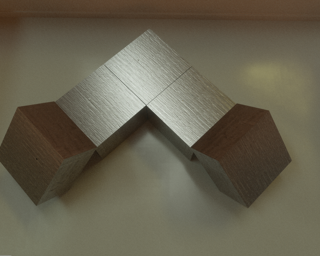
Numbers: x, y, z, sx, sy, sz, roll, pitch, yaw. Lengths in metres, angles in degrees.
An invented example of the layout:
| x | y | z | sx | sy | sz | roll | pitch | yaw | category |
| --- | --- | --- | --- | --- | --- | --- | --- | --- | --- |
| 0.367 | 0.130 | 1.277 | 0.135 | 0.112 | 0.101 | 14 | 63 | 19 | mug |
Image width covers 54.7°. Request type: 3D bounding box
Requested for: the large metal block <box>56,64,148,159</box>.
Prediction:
| x | y | z | sx | sy | sz | roll | pitch | yaw | category |
| --- | --- | --- | --- | --- | --- | --- | --- | --- | --- |
| -0.074 | -0.020 | 0.401 | 0.080 | 0.050 | 0.080 | -42 | 76 | -14 | large metal block |

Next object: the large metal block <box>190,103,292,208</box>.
| x | y | z | sx | sy | sz | roll | pitch | yaw | category |
| --- | --- | --- | --- | --- | --- | --- | --- | --- | --- |
| 0.096 | 0.030 | 0.361 | 0.080 | 0.050 | 0.080 | -42 | 119 | -14 | large metal block |

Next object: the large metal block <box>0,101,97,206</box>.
| x | y | z | sx | sy | sz | roll | pitch | yaw | category |
| --- | --- | --- | --- | --- | --- | --- | --- | --- | --- |
| -0.133 | 0.028 | 0.360 | 0.080 | 0.050 | 0.080 | 44 | 118 | 14 | large metal block |

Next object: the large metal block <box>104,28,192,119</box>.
| x | y | z | sx | sy | sz | roll | pitch | yaw | category |
| --- | --- | --- | --- | --- | --- | --- | --- | --- | --- |
| -0.015 | -0.073 | 0.421 | 0.080 | 0.050 | 0.080 | -42 | 76 | -14 | large metal block |

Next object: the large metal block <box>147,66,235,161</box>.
| x | y | z | sx | sy | sz | roll | pitch | yaw | category |
| --- | --- | --- | --- | --- | --- | --- | --- | --- | --- |
| 0.041 | -0.018 | 0.401 | 0.080 | 0.050 | 0.080 | -42 | 76 | -14 | large metal block |
